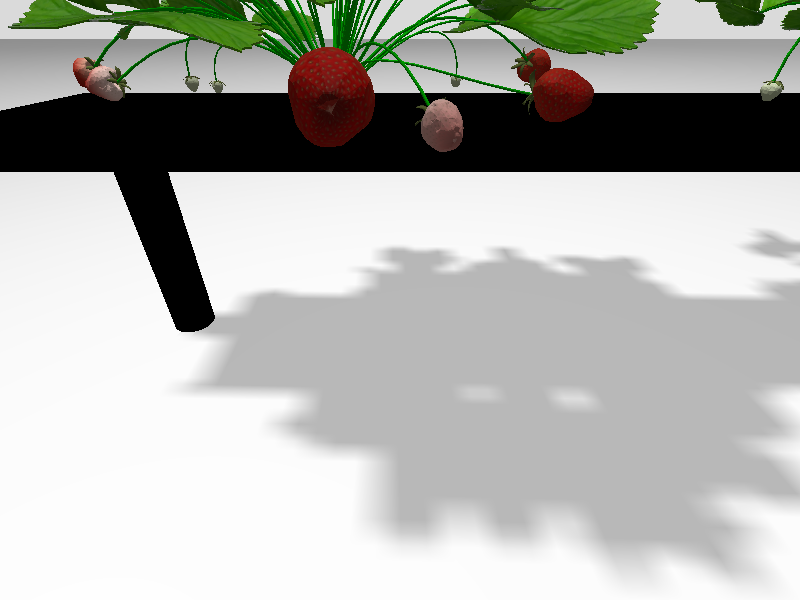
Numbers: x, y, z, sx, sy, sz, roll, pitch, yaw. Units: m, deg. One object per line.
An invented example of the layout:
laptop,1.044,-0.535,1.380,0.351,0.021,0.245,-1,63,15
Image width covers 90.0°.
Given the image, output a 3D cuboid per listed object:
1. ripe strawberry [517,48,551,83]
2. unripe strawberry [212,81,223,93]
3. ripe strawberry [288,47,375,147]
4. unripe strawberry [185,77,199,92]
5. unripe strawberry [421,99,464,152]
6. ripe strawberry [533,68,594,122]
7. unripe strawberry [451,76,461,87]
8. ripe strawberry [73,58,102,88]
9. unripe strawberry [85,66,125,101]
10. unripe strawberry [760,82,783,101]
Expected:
ripe strawberry,0.139,-0.238,0.409,0.035,0.030,0.035,0,29,-38
unripe strawberry,-0.161,-0.188,0.353,0.010,0.010,0.009,14,37,19
ripe strawberry,-0.033,-0.097,0.195,0.042,0.045,0.045,-4,35,-6
unripe strawberry,-0.184,-0.191,0.355,0.011,0.012,0.011,12,36,17
unripe strawberry,0.020,-0.079,0.183,0.020,0.021,0.022,-14,-35,-20
ripe strawberry,0.098,-0.122,0.240,0.034,0.029,0.034,18,38,23
unripe strawberry,0.054,-0.212,0.388,0.010,0.010,0.011,-26,42,-33
ripe strawberry,-0.291,-0.210,0.375,0.028,0.027,0.026,-15,26,29
unripe strawberry,-0.230,-0.168,0.312,0.025,0.024,0.027,-5,34,4
unripe strawberry,0.243,-0.137,0.263,0.010,0.011,0.011,-11,36,-16
